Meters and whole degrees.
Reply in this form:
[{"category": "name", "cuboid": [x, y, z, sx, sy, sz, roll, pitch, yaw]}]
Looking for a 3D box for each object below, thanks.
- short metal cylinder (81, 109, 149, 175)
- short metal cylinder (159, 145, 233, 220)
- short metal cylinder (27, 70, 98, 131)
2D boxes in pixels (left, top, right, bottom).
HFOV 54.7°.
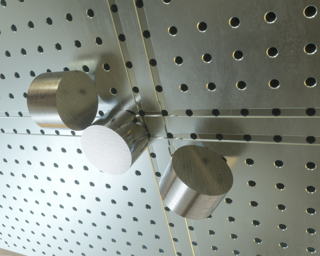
[{"category": "short metal cylinder", "cuboid": [-0.063, 0.019, 0.439, 0.080, 0.050, 0.079, 13, 124, 21]}, {"category": "short metal cylinder", "cuboid": [0.045, 0.067, 0.393, 0.080, 0.080, 0.050, 30, 128, 8]}, {"category": "short metal cylinder", "cuboid": [-0.129, -0.036, 0.419, 0.050, 0.080, 0.079, 2, 119, 27]}]
